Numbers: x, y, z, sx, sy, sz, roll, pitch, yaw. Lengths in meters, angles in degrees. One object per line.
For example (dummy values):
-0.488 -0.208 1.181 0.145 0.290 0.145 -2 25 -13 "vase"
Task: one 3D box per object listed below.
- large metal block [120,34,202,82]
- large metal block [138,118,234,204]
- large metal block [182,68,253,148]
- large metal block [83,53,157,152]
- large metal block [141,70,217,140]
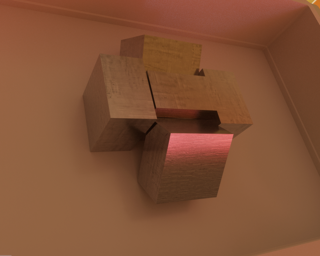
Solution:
-0.003 -0.089 0.414 0.081 0.080 0.050 2 99 -28 "large metal block"
0.027 0.035 0.353 0.081 0.079 0.050 1 19 -29 "large metal block"
0.068 -0.022 0.419 0.050 0.080 0.080 1 62 -28 "large metal block"
-0.050 -0.026 0.357 0.050 0.080 0.080 1 62 -28 "large metal block"
0.010 -0.024 0.389 0.081 0.080 0.050 1 62 -28 "large metal block"
